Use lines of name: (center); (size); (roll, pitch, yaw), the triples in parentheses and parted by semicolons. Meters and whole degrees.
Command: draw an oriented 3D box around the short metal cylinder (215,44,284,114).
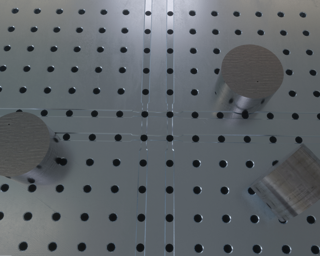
short metal cylinder: (0.119, -0.066, 0.423); (0.081, 0.050, 0.080); (0, 70, 0)

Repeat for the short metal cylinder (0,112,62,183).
short metal cylinder: (-0.170, 0.026, 0.388); (0.081, 0.050, 0.080); (0, 70, 0)

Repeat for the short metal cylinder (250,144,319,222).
short metal cylinder: (0.153, 0.063, 0.361); (0.080, 0.080, 0.050); (-36, 74, -12)
